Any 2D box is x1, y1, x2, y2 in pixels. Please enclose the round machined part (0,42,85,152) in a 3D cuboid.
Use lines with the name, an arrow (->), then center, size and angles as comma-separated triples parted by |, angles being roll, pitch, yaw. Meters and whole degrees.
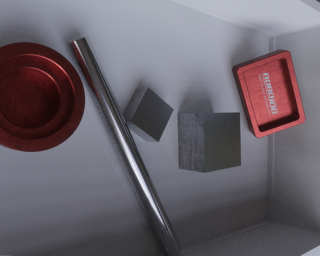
round machined part -> -0.125, -0.027, 0.291 | 0.099, 0.042, 0.097 | 0, 90, -40

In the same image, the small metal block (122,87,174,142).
small metal block -> -0.016, -0.016, 0.395 | 0.050, 0.025, 0.050 | 39, 66, -34

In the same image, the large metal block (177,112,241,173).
large metal block -> 0.073, 0.018, 0.454 | 0.081, 0.050, 0.079 | -3, 92, -40

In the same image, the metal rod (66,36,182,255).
metal rod -> -0.035, 0.038, 0.378 | 0.025, 0.025, 0.299 | -35, 112, -35

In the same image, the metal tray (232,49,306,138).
metal tray -> 0.186, -0.057, 0.528 | 0.090, 0.030, 0.129 | -20, 107, 4
